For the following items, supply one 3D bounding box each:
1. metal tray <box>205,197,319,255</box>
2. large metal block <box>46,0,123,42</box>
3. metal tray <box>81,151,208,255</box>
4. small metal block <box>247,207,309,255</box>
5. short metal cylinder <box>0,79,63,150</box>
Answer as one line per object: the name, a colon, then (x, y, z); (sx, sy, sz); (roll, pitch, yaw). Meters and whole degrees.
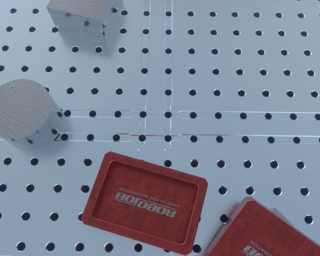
metal tray: (0.127, 0.150, 0.342); (0.130, 0.030, 0.090); (35, 92, 11)
large metal block: (-0.109, -0.186, 0.465); (0.080, 0.050, 0.080); (15, 71, 5)
metal tray: (-0.016, 0.090, 0.375); (0.131, 0.030, 0.090); (16, 71, 5)
small metal block: (0.134, 0.131, 0.366); (0.050, 0.025, 0.050); (-40, 75, -14)
short metal cylinder: (-0.174, -0.016, 0.402); (0.081, 0.050, 0.080); (0, 70, 0)
